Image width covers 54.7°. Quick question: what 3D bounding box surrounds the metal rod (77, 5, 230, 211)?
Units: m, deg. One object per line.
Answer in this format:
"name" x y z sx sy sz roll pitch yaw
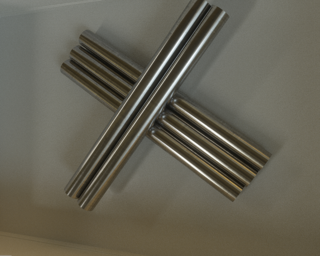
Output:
"metal rod" -0.015 -0.016 0.388 0.025 0.025 0.299 39 102 16

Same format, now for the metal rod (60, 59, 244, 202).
"metal rod" -0.021 -0.005 0.416 0.300 0.025 0.025 36 102 16

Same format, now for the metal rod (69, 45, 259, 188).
"metal rod" -0.006 -0.024 0.411 0.300 0.025 0.025 36 102 16

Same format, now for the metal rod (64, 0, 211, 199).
"metal rod" -0.035 -0.030 0.395 0.025 0.025 0.299 39 102 16

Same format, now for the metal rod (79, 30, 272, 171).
"metal rod" 0.009 -0.045 0.406 0.300 0.025 0.025 36 102 16
